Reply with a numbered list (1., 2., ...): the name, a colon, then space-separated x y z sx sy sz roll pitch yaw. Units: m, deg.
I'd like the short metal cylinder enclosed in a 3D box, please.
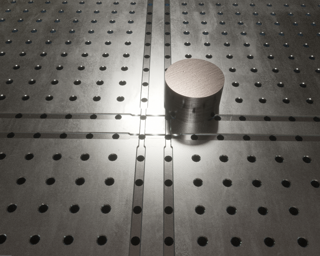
1. short metal cylinder: 0.047 -0.053 0.437 0.081 0.050 0.080 0 50 0
